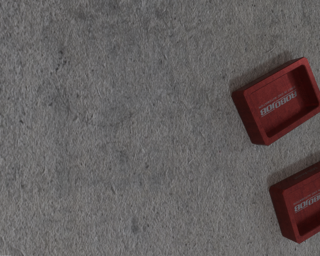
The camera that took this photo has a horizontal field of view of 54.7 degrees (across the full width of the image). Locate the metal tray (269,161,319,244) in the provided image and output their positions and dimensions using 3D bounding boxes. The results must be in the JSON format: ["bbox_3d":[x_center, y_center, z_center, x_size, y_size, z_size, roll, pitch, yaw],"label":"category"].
[{"bbox_3d":[0.246,0.114,0.497,0.131,0.030,0.090,-21,97,-19],"label":"metal tray"}]

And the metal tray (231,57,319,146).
[{"bbox_3d":[0.183,-0.041,0.473,0.131,0.030,0.090,-29,100,-18],"label":"metal tray"}]
